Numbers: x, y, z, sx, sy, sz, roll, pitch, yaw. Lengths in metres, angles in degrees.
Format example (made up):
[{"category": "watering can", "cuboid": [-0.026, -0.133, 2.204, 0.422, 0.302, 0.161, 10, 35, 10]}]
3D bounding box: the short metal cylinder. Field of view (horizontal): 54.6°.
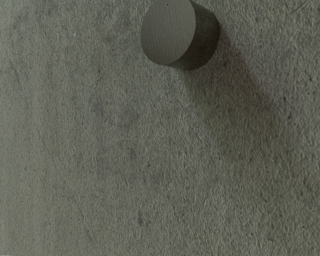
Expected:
[{"category": "short metal cylinder", "cuboid": [0.023, -0.112, 0.370, 0.080, 0.050, 0.080, 0, 90, 40]}]
